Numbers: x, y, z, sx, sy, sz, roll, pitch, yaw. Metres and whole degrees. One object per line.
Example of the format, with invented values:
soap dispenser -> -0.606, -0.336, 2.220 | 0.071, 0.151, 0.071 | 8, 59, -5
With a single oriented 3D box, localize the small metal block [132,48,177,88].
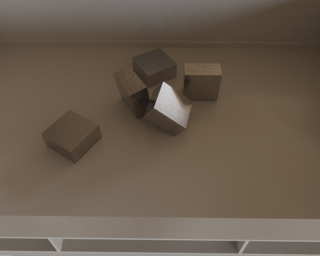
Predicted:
small metal block -> -0.009, -0.095, 0.485 | 0.050, 0.025, 0.050 | -25, 55, -20

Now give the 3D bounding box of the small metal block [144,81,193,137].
small metal block -> 0.012, -0.025, 0.411 | 0.050, 0.025, 0.050 | 32, 49, -18

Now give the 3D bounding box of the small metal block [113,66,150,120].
small metal block -> -0.037, -0.048, 0.427 | 0.025, 0.050, 0.050 | -29, 55, -12

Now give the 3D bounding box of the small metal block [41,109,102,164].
small metal block -> -0.112, 0.010, 0.396 | 0.050, 0.025, 0.050 | 27, 55, 21

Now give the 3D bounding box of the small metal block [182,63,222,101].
small metal block -> 0.059, -0.065, 0.444 | 0.050, 0.050, 0.025 | 1, 50, 0
